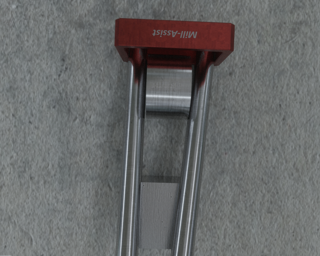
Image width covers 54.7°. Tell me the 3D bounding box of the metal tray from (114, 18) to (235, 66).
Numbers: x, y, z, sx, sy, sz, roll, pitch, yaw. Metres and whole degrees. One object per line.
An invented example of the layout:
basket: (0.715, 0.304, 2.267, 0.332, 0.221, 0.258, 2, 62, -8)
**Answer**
metal tray: (0.016, -0.102, 0.378, 0.131, 0.090, 0.030, 2, 90, -1)

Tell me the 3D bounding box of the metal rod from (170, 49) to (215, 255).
metal rod: (0.038, 0.045, 0.365, 0.025, 0.025, 0.299, 9, 75, -1)

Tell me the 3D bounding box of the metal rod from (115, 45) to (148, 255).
metal rod: (-0.033, 0.042, 0.365, 0.025, 0.025, 0.299, 2, 75, -1)

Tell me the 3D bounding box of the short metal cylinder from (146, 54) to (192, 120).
short metal cylinder: (0.010, -0.050, 0.384, 0.050, 0.080, 0.079, 2, 90, -1)

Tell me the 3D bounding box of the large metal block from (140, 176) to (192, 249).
large metal block: (0.002, 0.105, 0.397, 0.081, 0.050, 0.079, 2, 90, -1)
